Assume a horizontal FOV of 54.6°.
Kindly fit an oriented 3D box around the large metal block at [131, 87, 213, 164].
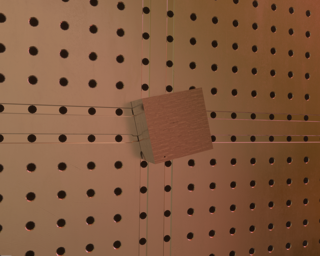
[{"bbox_3d":[0.015,-0.004,0.404,0.081,0.050,0.080,-13,95,-20],"label":"large metal block"}]
